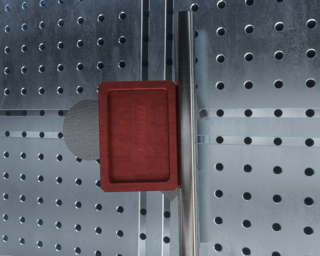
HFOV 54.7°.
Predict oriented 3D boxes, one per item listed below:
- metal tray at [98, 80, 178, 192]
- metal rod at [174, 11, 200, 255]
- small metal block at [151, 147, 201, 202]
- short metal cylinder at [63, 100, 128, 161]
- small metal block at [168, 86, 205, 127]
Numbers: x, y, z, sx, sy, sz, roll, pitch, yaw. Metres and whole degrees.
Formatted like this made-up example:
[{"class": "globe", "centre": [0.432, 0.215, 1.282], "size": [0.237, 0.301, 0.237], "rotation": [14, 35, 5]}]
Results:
[{"class": "metal tray", "centre": [-0.026, 0.009, 0.376], "size": [0.091, 0.030, 0.129], "rotation": [-1, 90, 0]}, {"class": "metal rod", "centre": [0.033, 0.012, 0.373], "size": [0.025, 0.025, 0.298], "rotation": [-1, 90, 19]}, {"class": "small metal block", "centre": [0.016, 0.059, 0.405], "size": [0.050, 0.025, 0.050], "rotation": [41, 102, 15]}, {"class": "short metal cylinder", "centre": [-0.085, 0.002, 0.427], "size": [0.080, 0.050, 0.079], "rotation": [0, 90, 19]}, {"class": "small metal block", "centre": [0.026, -0.029, 0.403], "size": [0.050, 0.025, 0.050], "rotation": [-16, 85, 19]}]
